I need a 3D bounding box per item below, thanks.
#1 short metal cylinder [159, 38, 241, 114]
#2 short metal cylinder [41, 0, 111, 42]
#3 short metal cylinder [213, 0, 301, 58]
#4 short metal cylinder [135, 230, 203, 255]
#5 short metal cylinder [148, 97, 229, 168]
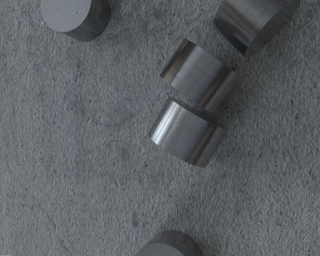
[{"bbox_3d":[0.047,-0.060,0.363,0.080,0.080,0.050,39,102,16],"label":"short metal cylinder"},{"bbox_3d":[-0.118,-0.168,0.437,0.080,0.050,0.080,0,90,20],"label":"short metal cylinder"},{"bbox_3d":[0.105,-0.125,0.342,0.080,0.080,0.050,-46,76,14],"label":"short metal cylinder"},{"bbox_3d":[0.010,0.177,0.392,0.080,0.050,0.080,0,90,20],"label":"short metal cylinder"},{"bbox_3d":[0.033,0.004,0.368,0.080,0.080,0.050,33,101,17],"label":"short metal cylinder"}]
